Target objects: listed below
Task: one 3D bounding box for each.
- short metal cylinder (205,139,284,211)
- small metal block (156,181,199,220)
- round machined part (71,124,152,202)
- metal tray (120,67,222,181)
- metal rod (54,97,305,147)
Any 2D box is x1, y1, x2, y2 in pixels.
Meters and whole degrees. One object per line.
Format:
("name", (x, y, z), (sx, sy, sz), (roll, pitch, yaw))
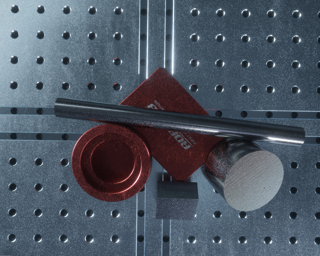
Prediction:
("short metal cylinder", (0.104, 0.056, 0.387), (0.081, 0.050, 0.079), (-6, 110, -16))
("small metal block", (0.021, 0.094, 0.400), (0.050, 0.025, 0.050), (3, 133, -1))
("round machined part", (-0.059, 0.041, 0.399), (0.099, 0.042, 0.097), (0, 96, 4))
("metal tray", (0.014, -0.004, 0.412), (0.090, 0.030, 0.130), (-43, 91, 0))
("metal rod", (0.024, -0.007, 0.382), (0.302, 0.025, 0.025), (7, 90, -1))
